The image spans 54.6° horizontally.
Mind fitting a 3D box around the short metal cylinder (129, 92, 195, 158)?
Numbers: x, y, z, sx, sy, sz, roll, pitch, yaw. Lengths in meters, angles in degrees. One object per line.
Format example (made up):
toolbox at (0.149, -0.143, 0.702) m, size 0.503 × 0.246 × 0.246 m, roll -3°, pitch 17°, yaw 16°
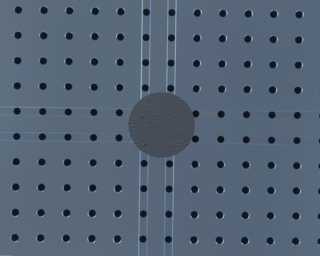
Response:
short metal cylinder at (0.002, -0.004, 0.401) m, size 0.080 × 0.050 × 0.080 m, roll 0°, pitch 90°, yaw 0°
